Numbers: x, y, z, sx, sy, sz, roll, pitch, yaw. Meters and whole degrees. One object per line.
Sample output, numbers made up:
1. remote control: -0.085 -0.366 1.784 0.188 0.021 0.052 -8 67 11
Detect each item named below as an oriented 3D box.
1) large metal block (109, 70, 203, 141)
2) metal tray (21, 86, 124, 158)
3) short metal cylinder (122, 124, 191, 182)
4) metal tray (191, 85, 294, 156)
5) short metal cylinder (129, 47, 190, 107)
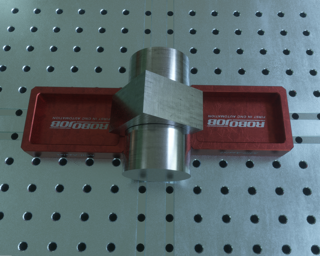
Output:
1. large metal block: -0.005 -0.019 0.374 0.081 0.080 0.050 15 66 -31
2. metal tray: -0.106 -0.008 0.410 0.131 0.030 0.090 1 70 0
3. short metal cylinder: -0.003 0.032 0.370 0.081 0.080 0.050 2 70 0
4. metal tray: 0.102 -0.010 0.413 0.131 0.030 0.090 1 70 0
5. short metal cylinder: -0.001 -0.062 0.405 0.081 0.080 0.050 1 70 0
